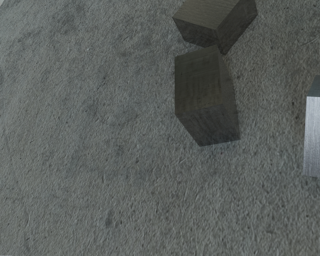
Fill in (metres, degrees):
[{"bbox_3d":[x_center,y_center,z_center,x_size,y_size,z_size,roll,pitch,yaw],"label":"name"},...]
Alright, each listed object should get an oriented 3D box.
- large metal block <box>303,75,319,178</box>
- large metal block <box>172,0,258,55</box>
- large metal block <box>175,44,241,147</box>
[{"bbox_3d":[0.173,0.002,0.267,0.080,0.079,0.050,8,33,31],"label":"large metal block"},{"bbox_3d":[0.079,-0.161,0.445,0.080,0.050,0.080,32,80,38],"label":"large metal block"},{"bbox_3d":[0.056,-0.034,0.360,0.050,0.080,0.080,-12,57,22],"label":"large metal block"}]
